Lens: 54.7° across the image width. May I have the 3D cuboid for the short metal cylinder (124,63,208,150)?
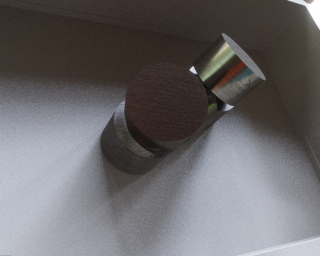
[{"bbox_3d":[0.004,-0.020,0.321,0.081,0.050,0.080,2,75,-8],"label":"short metal cylinder"}]

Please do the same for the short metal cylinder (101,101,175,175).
[{"bbox_3d":[-0.024,0.009,0.370,0.081,0.050,0.080,14,56,-21],"label":"short metal cylinder"}]

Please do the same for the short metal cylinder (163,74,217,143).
[{"bbox_3d":[0.026,-0.026,0.400,0.050,0.080,0.080,-34,81,-38],"label":"short metal cylinder"}]

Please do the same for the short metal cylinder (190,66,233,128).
[{"bbox_3d":[0.063,-0.046,0.451,0.081,0.050,0.080,14,56,-21],"label":"short metal cylinder"}]

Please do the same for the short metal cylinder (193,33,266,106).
[{"bbox_3d":[0.089,-0.075,0.400,0.080,0.050,0.080,35,29,-23],"label":"short metal cylinder"}]
